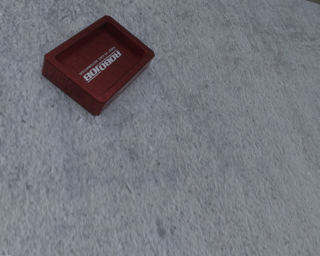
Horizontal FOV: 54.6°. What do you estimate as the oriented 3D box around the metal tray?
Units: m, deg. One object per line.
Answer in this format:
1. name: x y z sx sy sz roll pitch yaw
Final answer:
1. metal tray: -0.077 -0.088 0.412 0.090 0.030 0.130 39 51 -2
